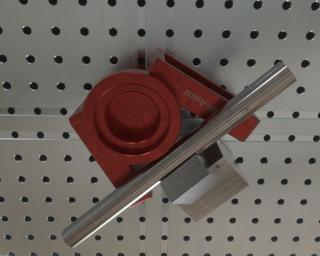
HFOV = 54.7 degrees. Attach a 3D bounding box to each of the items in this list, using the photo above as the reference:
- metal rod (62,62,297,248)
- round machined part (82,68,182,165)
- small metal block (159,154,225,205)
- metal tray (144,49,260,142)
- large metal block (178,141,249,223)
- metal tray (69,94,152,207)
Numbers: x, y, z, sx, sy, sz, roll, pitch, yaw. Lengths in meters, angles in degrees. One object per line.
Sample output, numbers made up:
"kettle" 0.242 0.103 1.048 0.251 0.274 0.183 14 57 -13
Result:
"metal rod" 0.009 0.037 0.331 0.300 0.025 0.025 -39 106 12
"round machined part" -0.028 -0.014 0.325 0.099 0.042 0.097 0 110 -1
"small metal block" 0.036 0.057 0.334 0.050 0.050 0.025 -41 61 13
"metal tray" 0.045 -0.042 0.363 0.131 0.090 0.030 30 108 -11
"large metal block" 0.058 0.061 0.404 0.080 0.080 0.050 -39 106 13
"metal tray" -0.054 0.022 0.386 0.030 0.090 0.130 -28 108 9
